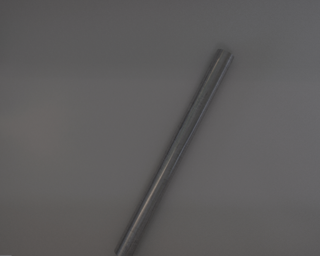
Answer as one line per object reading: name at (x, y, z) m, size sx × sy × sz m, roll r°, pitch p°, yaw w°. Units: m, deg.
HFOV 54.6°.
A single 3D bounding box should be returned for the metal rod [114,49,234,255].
metal rod at (0.019, 0.034, 0.411) m, size 0.025 × 0.025 × 0.299 m, roll 27°, pitch 90°, yaw 0°
